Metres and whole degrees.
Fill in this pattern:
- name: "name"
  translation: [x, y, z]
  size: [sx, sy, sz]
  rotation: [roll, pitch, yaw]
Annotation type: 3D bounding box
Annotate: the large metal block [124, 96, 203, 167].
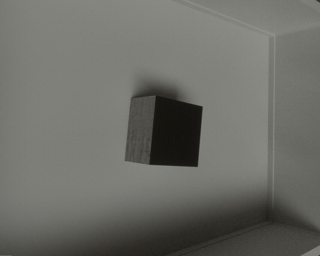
- name: "large metal block"
  translation: [0.006, 0.006, 0.397]
  size: [0.081, 0.050, 0.080]
  rotation: [9, 85, -40]
